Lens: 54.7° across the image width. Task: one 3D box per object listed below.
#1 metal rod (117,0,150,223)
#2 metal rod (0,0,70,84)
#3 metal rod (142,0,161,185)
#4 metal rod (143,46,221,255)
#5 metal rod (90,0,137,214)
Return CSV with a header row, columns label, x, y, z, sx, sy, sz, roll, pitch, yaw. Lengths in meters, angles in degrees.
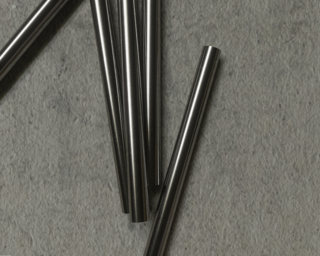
label,x,y,z,sx,sy,sz,roll,pitch,yaw
metal rod,-0.035,-0.034,0.396,0.025,0.025,0.298,-4,85,-1
metal rod,-0.164,-0.135,0.407,0.025,0.025,0.300,40,90,-1
metal rod,-0.012,-0.075,0.409,0.025,0.025,0.298,0,90,-1
metal rod,0.028,0.039,0.410,0.025,0.025,0.298,16,90,-1
metal rod,-0.060,-0.038,0.409,0.025,0.025,0.298,-9,90,0
